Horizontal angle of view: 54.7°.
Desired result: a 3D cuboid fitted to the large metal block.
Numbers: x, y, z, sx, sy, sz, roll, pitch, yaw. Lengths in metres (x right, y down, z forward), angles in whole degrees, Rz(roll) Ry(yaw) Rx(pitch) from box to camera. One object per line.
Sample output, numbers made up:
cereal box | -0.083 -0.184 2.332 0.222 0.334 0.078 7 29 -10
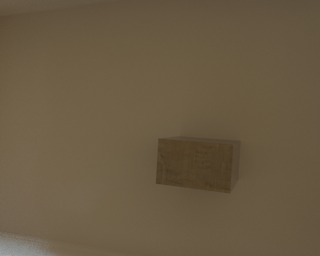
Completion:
large metal block | 0.048 0.039 0.364 0.080 0.080 0.050 4 92 19
